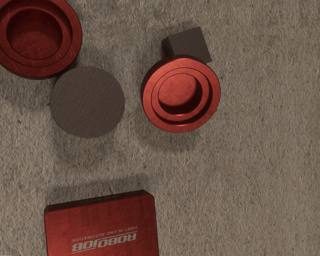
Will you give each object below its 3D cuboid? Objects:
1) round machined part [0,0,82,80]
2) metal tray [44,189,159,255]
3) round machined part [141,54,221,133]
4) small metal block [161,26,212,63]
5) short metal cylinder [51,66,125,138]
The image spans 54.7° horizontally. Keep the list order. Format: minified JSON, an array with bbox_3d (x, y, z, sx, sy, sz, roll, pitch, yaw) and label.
[{"bbox_3d":[-0.140,-0.103,0.348,0.099,0.042,0.097,0,90,-21],"label":"round machined part"},{"bbox_3d":[-0.070,0.132,0.382,0.131,0.030,0.089,-5,92,-20],"label":"metal tray"},{"bbox_3d":[0.024,-0.046,0.396,0.099,0.042,0.097,-5,118,-9],"label":"round machined part"},{"bbox_3d":[0.037,-0.105,0.424,0.050,0.025,0.050,-23,98,-19],"label":"small metal block"},{"bbox_3d":[-0.086,-0.029,0.364,0.081,0.050,0.079,0,90,-21],"label":"short metal cylinder"}]
